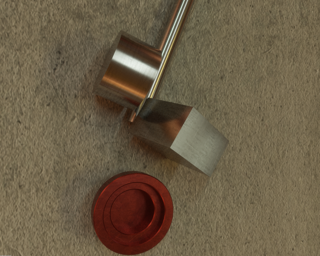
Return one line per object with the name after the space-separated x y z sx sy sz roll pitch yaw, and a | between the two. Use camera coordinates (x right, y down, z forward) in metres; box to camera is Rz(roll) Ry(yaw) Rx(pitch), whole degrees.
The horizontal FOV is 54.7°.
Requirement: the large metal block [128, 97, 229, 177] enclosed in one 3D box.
0.022 0.010 0.376 0.080 0.080 0.050 38 77 -39 | large metal block

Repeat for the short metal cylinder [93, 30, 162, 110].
-0.040 -0.067 0.366 0.050 0.080 0.080 24 82 -19 | short metal cylinder

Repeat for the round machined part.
-0.036 0.102 0.388 0.099 0.042 0.097 0 90 -21 | round machined part

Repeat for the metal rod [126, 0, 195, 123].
0.022 -0.143 0.418 0.025 0.025 0.299 24 82 -19 | metal rod
